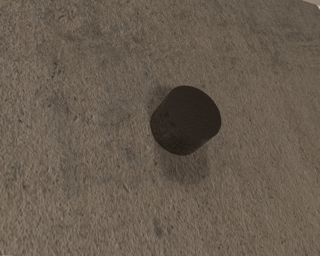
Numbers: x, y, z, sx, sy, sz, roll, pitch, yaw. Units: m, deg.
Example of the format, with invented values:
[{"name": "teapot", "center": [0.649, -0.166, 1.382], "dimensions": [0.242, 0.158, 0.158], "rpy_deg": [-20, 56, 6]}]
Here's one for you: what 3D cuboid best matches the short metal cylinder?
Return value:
[{"name": "short metal cylinder", "center": [0.034, -0.010, 0.414], "dimensions": [0.081, 0.050, 0.080], "rpy_deg": [14, 56, -21]}]
